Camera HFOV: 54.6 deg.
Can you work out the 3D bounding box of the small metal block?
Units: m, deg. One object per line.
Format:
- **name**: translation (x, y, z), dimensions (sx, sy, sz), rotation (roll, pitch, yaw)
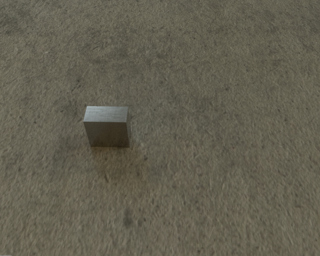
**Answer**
- **small metal block**: translation (-0.064, -0.001, 0.388), dimensions (0.050, 0.050, 0.025), rotation (1, 50, 1)
